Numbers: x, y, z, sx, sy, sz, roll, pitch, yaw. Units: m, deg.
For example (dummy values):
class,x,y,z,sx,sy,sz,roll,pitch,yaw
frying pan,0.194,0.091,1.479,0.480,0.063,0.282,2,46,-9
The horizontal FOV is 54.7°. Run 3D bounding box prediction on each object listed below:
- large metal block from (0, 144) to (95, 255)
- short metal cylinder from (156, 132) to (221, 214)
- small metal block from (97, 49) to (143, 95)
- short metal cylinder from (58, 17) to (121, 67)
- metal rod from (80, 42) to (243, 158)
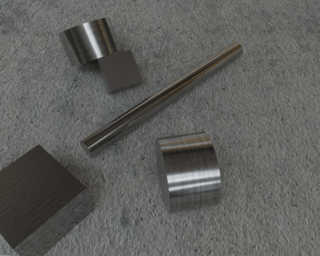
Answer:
class,x,y,z,sx,sy,sz,roll,pitch,yaw
large metal block,-0.129,0.077,0.321,0.080,0.050,0.080,35,58,25
short metal cylinder,0.027,0.047,0.329,0.050,0.080,0.080,-8,51,-7
small metal block,-0.060,-0.082,0.456,0.050,0.025,0.050,-20,86,-16
short metal cylinder,-0.106,-0.130,0.470,0.080,0.050,0.080,-17,17,6
metal rod,0.019,-0.053,0.447,0.302,0.025,0.025,-36,59,-27
